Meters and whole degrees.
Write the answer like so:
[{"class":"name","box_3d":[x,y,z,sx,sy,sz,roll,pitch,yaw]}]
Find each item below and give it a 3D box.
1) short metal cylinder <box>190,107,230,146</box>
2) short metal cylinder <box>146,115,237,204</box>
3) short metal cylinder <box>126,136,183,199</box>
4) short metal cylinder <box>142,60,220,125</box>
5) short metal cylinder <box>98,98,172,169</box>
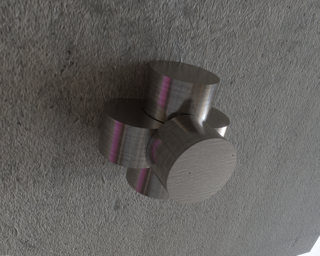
[{"class":"short metal cylinder","box_3d":[0.043,0.003,0.400,0.081,0.080,0.050,-1,119,-29]},{"class":"short metal cylinder","box_3d":[0.032,0.033,0.327,0.081,0.050,0.079,-14,125,-21]},{"class":"short metal cylinder","box_3d":[0.000,0.047,0.403,0.081,0.080,0.050,0,119,-29]},{"class":"short metal cylinder","box_3d":[0.024,-0.042,0.361,0.081,0.080,0.050,-2,119,-28]},{"class":"short metal cylinder","box_3d":[-0.028,0.004,0.361,0.081,0.080,0.050,-1,119,-28]}]
